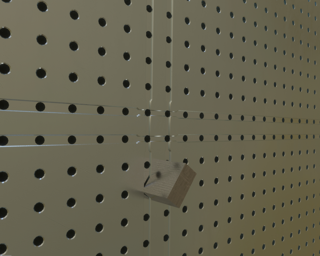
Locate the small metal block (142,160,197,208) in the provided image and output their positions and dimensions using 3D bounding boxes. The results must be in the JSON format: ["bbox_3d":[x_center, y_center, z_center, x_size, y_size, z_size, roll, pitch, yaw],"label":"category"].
[{"bbox_3d":[0.012,0.071,0.402,0.025,0.050,0.050,45,63,-31],"label":"small metal block"}]
